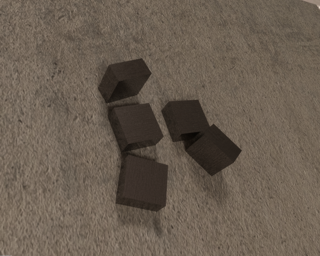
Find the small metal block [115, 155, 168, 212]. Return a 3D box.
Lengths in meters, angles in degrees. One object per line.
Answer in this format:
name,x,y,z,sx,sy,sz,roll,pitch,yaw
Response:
small metal block,-0.020,0.064,0.355,0.050,0.025,0.050,17,55,-19

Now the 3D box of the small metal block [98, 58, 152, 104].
small metal block,-0.046,-0.061,0.401,0.050,0.050,0.025,-21,74,-36

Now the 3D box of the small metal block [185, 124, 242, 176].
small metal block,0.069,0.030,0.409,0.050,0.050,0.025,44,51,2

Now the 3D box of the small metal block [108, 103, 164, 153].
small metal block,-0.031,-0.001,0.389,0.050,0.025,0.050,-11,67,-33

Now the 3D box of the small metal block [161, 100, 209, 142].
small metal block,0.036,-0.011,0.432,0.050,0.025,0.050,-6,65,-31
